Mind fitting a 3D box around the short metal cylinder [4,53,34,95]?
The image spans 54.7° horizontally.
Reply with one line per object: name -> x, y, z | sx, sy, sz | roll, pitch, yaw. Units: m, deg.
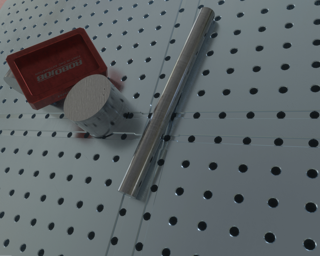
short metal cylinder -> -0.221, -0.086, 0.542 | 0.080, 0.080, 0.050 | 11, 67, 32

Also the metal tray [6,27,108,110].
metal tray -> -0.162, -0.097, 0.496 | 0.131, 0.030, 0.090 | -28, 79, -16

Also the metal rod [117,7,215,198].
metal rod -> 0.016, -0.048, 0.429 | 0.025, 0.025, 0.300 | 11, 67, 33

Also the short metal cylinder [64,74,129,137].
short metal cylinder -> -0.095, -0.033, 0.462 | 0.080, 0.050, 0.080 | -13, 56, 21
